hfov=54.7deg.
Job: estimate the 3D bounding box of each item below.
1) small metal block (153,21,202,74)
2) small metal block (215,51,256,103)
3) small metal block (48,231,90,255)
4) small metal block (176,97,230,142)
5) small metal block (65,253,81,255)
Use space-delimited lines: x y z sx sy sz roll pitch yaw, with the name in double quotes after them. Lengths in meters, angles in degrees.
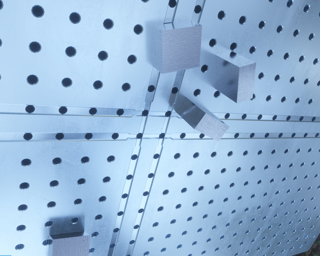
0.020 -0.096 0.365 0.050 0.025 0.050 -14 125 -21 "small metal block"
0.098 -0.068 0.409 0.025 0.050 0.050 -18 126 -19 "small metal block"
-0.129 0.176 0.437 0.050 0.025 0.050 4 85 -31 "small metal block"
0.058 -0.012 0.421 0.050 0.050 0.025 25 105 -37 "small metal block"
-0.136 0.226 0.462 0.025 0.050 0.050 26 104 -38 "small metal block"
